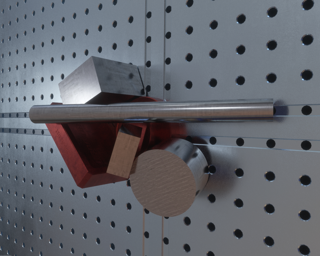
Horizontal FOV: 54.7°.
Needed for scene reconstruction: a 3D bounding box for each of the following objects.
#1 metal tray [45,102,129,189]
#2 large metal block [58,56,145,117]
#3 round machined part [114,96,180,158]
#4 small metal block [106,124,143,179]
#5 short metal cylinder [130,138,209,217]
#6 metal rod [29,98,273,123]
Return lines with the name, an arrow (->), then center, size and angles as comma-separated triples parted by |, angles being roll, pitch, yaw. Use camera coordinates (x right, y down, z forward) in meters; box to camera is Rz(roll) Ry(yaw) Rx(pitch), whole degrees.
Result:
metal tray -> -0.100, 0.020, 0.446 | 0.030, 0.091, 0.130 | -51, 61, 28
large metal block -> -0.082, -0.053, 0.436 | 0.080, 0.081, 0.050 | -27, 74, 36
round machined part -> -0.024, 0.006, 0.420 | 0.098, 0.042, 0.097 | 0, 90, 39
small metal block -> -0.041, 0.025, 0.368 | 0.025, 0.050, 0.050 | 17, 102, -5
short metal cylinder -> 0.012, 0.057, 0.366 | 0.080, 0.050, 0.079 | 6, 105, 23
metal rod -> -0.026, -0.018, 0.367 | 0.301, 0.025, 0.025 | 0, 90, 20
